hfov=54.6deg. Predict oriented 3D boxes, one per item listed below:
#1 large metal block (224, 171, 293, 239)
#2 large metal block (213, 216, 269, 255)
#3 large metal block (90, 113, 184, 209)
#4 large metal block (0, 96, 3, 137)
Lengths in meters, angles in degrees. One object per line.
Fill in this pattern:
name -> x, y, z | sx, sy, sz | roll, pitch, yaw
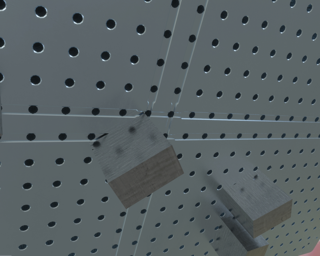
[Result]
large metal block -> 0.173, 0.134, 0.552 | 0.080, 0.080, 0.050 | -23, 127, -14
large metal block -> 0.153, 0.228, 0.599 | 0.050, 0.080, 0.079 | -6, 121, -25
large metal block -> -0.030, 0.037, 0.382 | 0.080, 0.080, 0.050 | -30, 129, -9
large metal block -> -0.185, -0.022, 0.260 | 0.050, 0.080, 0.080 | -39, 129, -2
